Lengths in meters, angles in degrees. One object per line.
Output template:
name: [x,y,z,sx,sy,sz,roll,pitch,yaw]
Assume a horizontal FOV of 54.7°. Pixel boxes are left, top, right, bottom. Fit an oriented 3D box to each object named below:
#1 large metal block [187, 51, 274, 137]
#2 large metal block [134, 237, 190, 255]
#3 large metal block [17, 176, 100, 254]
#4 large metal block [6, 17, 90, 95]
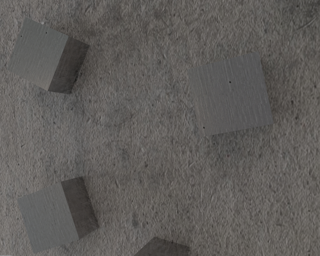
large metal block: [0.084,-0.036,0.366,0.080,0.050,0.080,-12,86,19]
large metal block: [-0.004,0.192,0.381,0.050,0.080,0.079,10,93,20]
large metal block: [-0.146,0.124,0.447,0.080,0.050,0.080,-23,83,18]
large metal block: [-0.163,-0.104,0.453,0.080,0.050,0.080,27,99,18]
